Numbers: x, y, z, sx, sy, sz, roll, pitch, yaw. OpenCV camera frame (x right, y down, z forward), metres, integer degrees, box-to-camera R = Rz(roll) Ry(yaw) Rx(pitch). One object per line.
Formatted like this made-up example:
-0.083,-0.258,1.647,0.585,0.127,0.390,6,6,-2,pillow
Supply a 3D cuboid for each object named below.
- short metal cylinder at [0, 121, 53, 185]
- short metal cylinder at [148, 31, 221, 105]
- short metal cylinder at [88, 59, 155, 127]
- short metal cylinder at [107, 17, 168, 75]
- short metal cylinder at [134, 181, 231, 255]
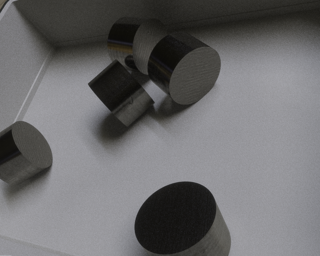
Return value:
-0.207,0.036,0.457,0.050,0.080,0.080,-31,52,8,short metal cylinder
0.031,-0.077,0.401,0.080,0.080,0.050,-43,51,-1,short metal cylinder
-0.052,-0.048,0.427,0.050,0.080,0.080,-42,51,0,short metal cylinder
-0.031,-0.124,0.463,0.050,0.080,0.080,19,72,35,short metal cylinder
0.023,0.099,0.300,0.080,0.050,0.080,-18,33,13,short metal cylinder
